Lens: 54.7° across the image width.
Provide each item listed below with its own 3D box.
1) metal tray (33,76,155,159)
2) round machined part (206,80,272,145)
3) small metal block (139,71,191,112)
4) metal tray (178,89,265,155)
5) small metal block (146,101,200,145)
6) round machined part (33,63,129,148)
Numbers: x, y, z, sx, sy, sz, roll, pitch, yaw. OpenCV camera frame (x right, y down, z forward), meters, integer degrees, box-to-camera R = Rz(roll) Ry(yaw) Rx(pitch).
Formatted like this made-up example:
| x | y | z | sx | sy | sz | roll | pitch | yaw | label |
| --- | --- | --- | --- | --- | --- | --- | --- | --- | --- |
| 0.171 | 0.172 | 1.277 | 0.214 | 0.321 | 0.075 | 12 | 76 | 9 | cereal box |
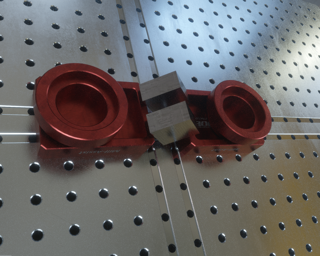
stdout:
| x | y | z | sx | sy | sz | roll | pitch | yaw | label |
| --- | --- | --- | --- | --- | --- | --- | --- | --- | --- |
| -0.078 | -0.013 | 0.372 | 0.131 | 0.030 | 0.090 | -1 | 64 | -29 | metal tray |
| 0.109 | -0.018 | 0.451 | 0.099 | 0.042 | 0.098 | 14 | 56 | -21 | round machined part |
| 0.007 | -0.044 | 0.404 | 0.050 | 0.050 | 0.025 | -19 | 65 | 12 | small metal block |
| 0.083 | -0.009 | 0.455 | 0.131 | 0.030 | 0.090 | 1 | 62 | -28 | metal tray |
| 0.017 | -0.005 | 0.385 | 0.050 | 0.050 | 0.025 | -19 | 65 | 12 | small metal block |
| -0.089 | -0.021 | 0.346 | 0.099 | 0.042 | 0.098 | 14 | 56 | -21 | round machined part |
